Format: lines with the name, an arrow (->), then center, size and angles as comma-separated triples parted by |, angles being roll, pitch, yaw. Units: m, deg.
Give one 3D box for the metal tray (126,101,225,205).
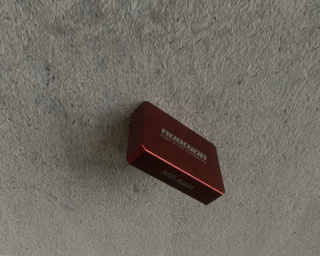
metal tray -> 0.021, 0.032, 0.393 | 0.130, 0.090, 0.030 | 32, 123, -25
